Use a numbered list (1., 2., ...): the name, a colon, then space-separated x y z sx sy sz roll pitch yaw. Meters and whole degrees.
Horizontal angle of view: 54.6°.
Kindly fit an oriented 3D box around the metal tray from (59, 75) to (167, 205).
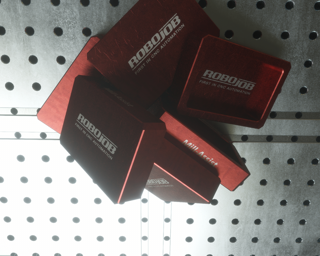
1. metal tray: -0.058 0.007 0.335 0.030 0.130 0.089 0 117 -46

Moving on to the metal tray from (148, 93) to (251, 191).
1. metal tray: 0.044 0.013 0.383 0.130 0.090 0.030 36 106 -13

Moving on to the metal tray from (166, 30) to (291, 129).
1. metal tray: 0.083 -0.052 0.366 0.131 0.030 0.089 9 112 -27

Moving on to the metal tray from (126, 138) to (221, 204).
1. metal tray: 0.002 0.055 0.383 0.090 0.130 0.030 37 67 -13

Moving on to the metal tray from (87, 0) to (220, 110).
1. metal tray: -0.007 -0.095 0.356 0.130 0.030 0.090 -46 108 0

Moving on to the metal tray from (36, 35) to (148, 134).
1. metal tray: -0.082 -0.040 0.395 0.090 0.030 0.130 37 106 -14
